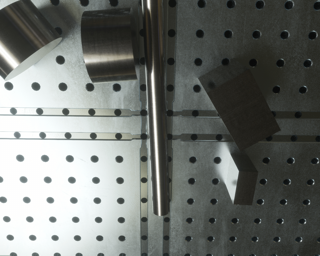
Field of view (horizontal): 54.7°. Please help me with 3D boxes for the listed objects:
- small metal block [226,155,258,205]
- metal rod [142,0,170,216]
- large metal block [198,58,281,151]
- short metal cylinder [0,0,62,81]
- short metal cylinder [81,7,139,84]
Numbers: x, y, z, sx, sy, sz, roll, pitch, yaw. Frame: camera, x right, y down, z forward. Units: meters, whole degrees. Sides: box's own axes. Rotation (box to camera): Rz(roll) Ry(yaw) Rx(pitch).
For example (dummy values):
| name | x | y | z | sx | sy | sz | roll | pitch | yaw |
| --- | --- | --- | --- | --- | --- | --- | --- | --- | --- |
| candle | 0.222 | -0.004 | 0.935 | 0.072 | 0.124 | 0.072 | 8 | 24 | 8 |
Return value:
| name | x | y | z | sx | sy | sz | roll | pitch | yaw |
| --- | --- | --- | --- | --- | --- | --- | --- | --- | --- |
| small metal block | 0.112 | 0.070 | 0.427 | 0.025 | 0.050 | 0.050 | 3 | 110 | -1 |
| metal rod | -0.004 | -0.017 | 0.406 | 0.025 | 0.025 | 0.298 | -2 | 110 | 1 |
| large metal block | 0.092 | -0.031 | 0.373 | 0.050 | 0.080 | 0.080 | -30 | 108 | 10 |
| short metal cylinder | -0.159 | -0.097 | 0.347 | 0.080 | 0.080 | 0.050 | -35 | 107 | 12 |
| short metal cylinder | -0.053 | -0.092 | 0.350 | 0.050 | 0.080 | 0.079 | -4 | 110 | 2 |
